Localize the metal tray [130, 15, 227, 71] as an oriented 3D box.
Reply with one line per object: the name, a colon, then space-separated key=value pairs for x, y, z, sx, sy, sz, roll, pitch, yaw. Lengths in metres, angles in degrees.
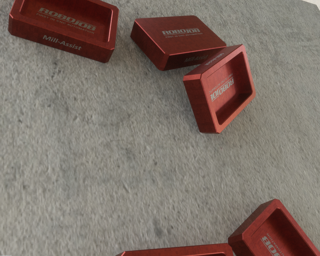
metal tray: x=0.031 y=-0.138 z=0.491 sx=0.131 sy=0.030 sz=0.090 roll=-18 pitch=58 yaw=-35

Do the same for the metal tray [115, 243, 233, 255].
metal tray: x=0.020 y=0.168 z=0.310 sx=0.131 sy=0.030 sz=0.090 roll=6 pitch=59 yaw=-26

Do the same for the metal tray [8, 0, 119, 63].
metal tray: x=-0.126 y=-0.149 z=0.424 sx=0.131 sy=0.030 sz=0.090 roll=14 pitch=56 yaw=-21

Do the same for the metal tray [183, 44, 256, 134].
metal tray: x=0.094 y=-0.060 z=0.461 sx=0.131 sy=0.030 sz=0.090 roll=-39 pitch=118 yaw=-39

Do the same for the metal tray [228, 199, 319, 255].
metal tray: x=0.156 y=0.166 z=0.384 sx=0.091 sy=0.030 sz=0.130 roll=-28 pitch=77 yaw=-38
